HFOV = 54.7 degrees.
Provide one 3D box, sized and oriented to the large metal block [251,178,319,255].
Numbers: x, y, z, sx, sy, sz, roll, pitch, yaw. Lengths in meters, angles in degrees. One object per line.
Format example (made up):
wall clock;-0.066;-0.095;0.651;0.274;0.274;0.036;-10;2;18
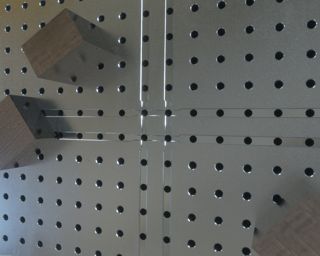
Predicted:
large metal block;0.148;0.106;0.331;0.050;0.080;0.080;44;103;14

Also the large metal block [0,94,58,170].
large metal block;-0.219;0.007;0.475;0.080;0.050;0.080;-38;78;16

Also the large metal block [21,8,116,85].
large metal block;-0.123;-0.106;0.425;0.080;0.080;0.050;-33;80;17
